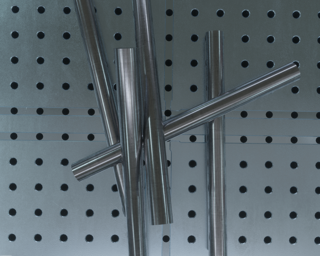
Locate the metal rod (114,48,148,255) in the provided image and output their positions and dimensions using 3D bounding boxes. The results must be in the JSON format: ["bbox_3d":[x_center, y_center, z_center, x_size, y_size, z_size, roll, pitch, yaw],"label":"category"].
[{"bbox_3d":[-0.032,0.058,0.370,0.025,0.025,0.298,-2,107,0],"label":"metal rod"}]

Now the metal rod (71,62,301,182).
[{"bbox_3d":[0.032,-0.008,0.387,0.301,0.025,0.025,-25,90,-1],"label":"metal rod"}]

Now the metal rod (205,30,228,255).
[{"bbox_3d":[0.075,0.022,0.414,0.025,0.025,0.298,-1,90,-1],"label":"metal rod"}]

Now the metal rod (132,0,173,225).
[{"bbox_3d":[-0.012,-0.040,0.374,0.025,0.025,0.299,-5,74,-1],"label":"metal rod"}]

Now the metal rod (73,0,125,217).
[{"bbox_3d":[-0.070,-0.031,0.412,0.025,0.025,0.298,-13,90,0],"label":"metal rod"}]
